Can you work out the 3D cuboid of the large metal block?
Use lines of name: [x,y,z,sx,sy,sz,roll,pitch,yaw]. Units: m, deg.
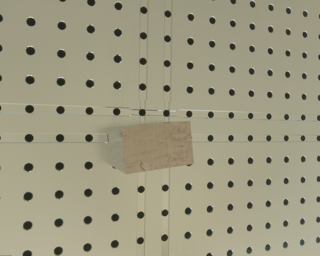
large metal block: [-0.015,0.020,0.379,0.081,0.080,0.050,-6,92,-20]
